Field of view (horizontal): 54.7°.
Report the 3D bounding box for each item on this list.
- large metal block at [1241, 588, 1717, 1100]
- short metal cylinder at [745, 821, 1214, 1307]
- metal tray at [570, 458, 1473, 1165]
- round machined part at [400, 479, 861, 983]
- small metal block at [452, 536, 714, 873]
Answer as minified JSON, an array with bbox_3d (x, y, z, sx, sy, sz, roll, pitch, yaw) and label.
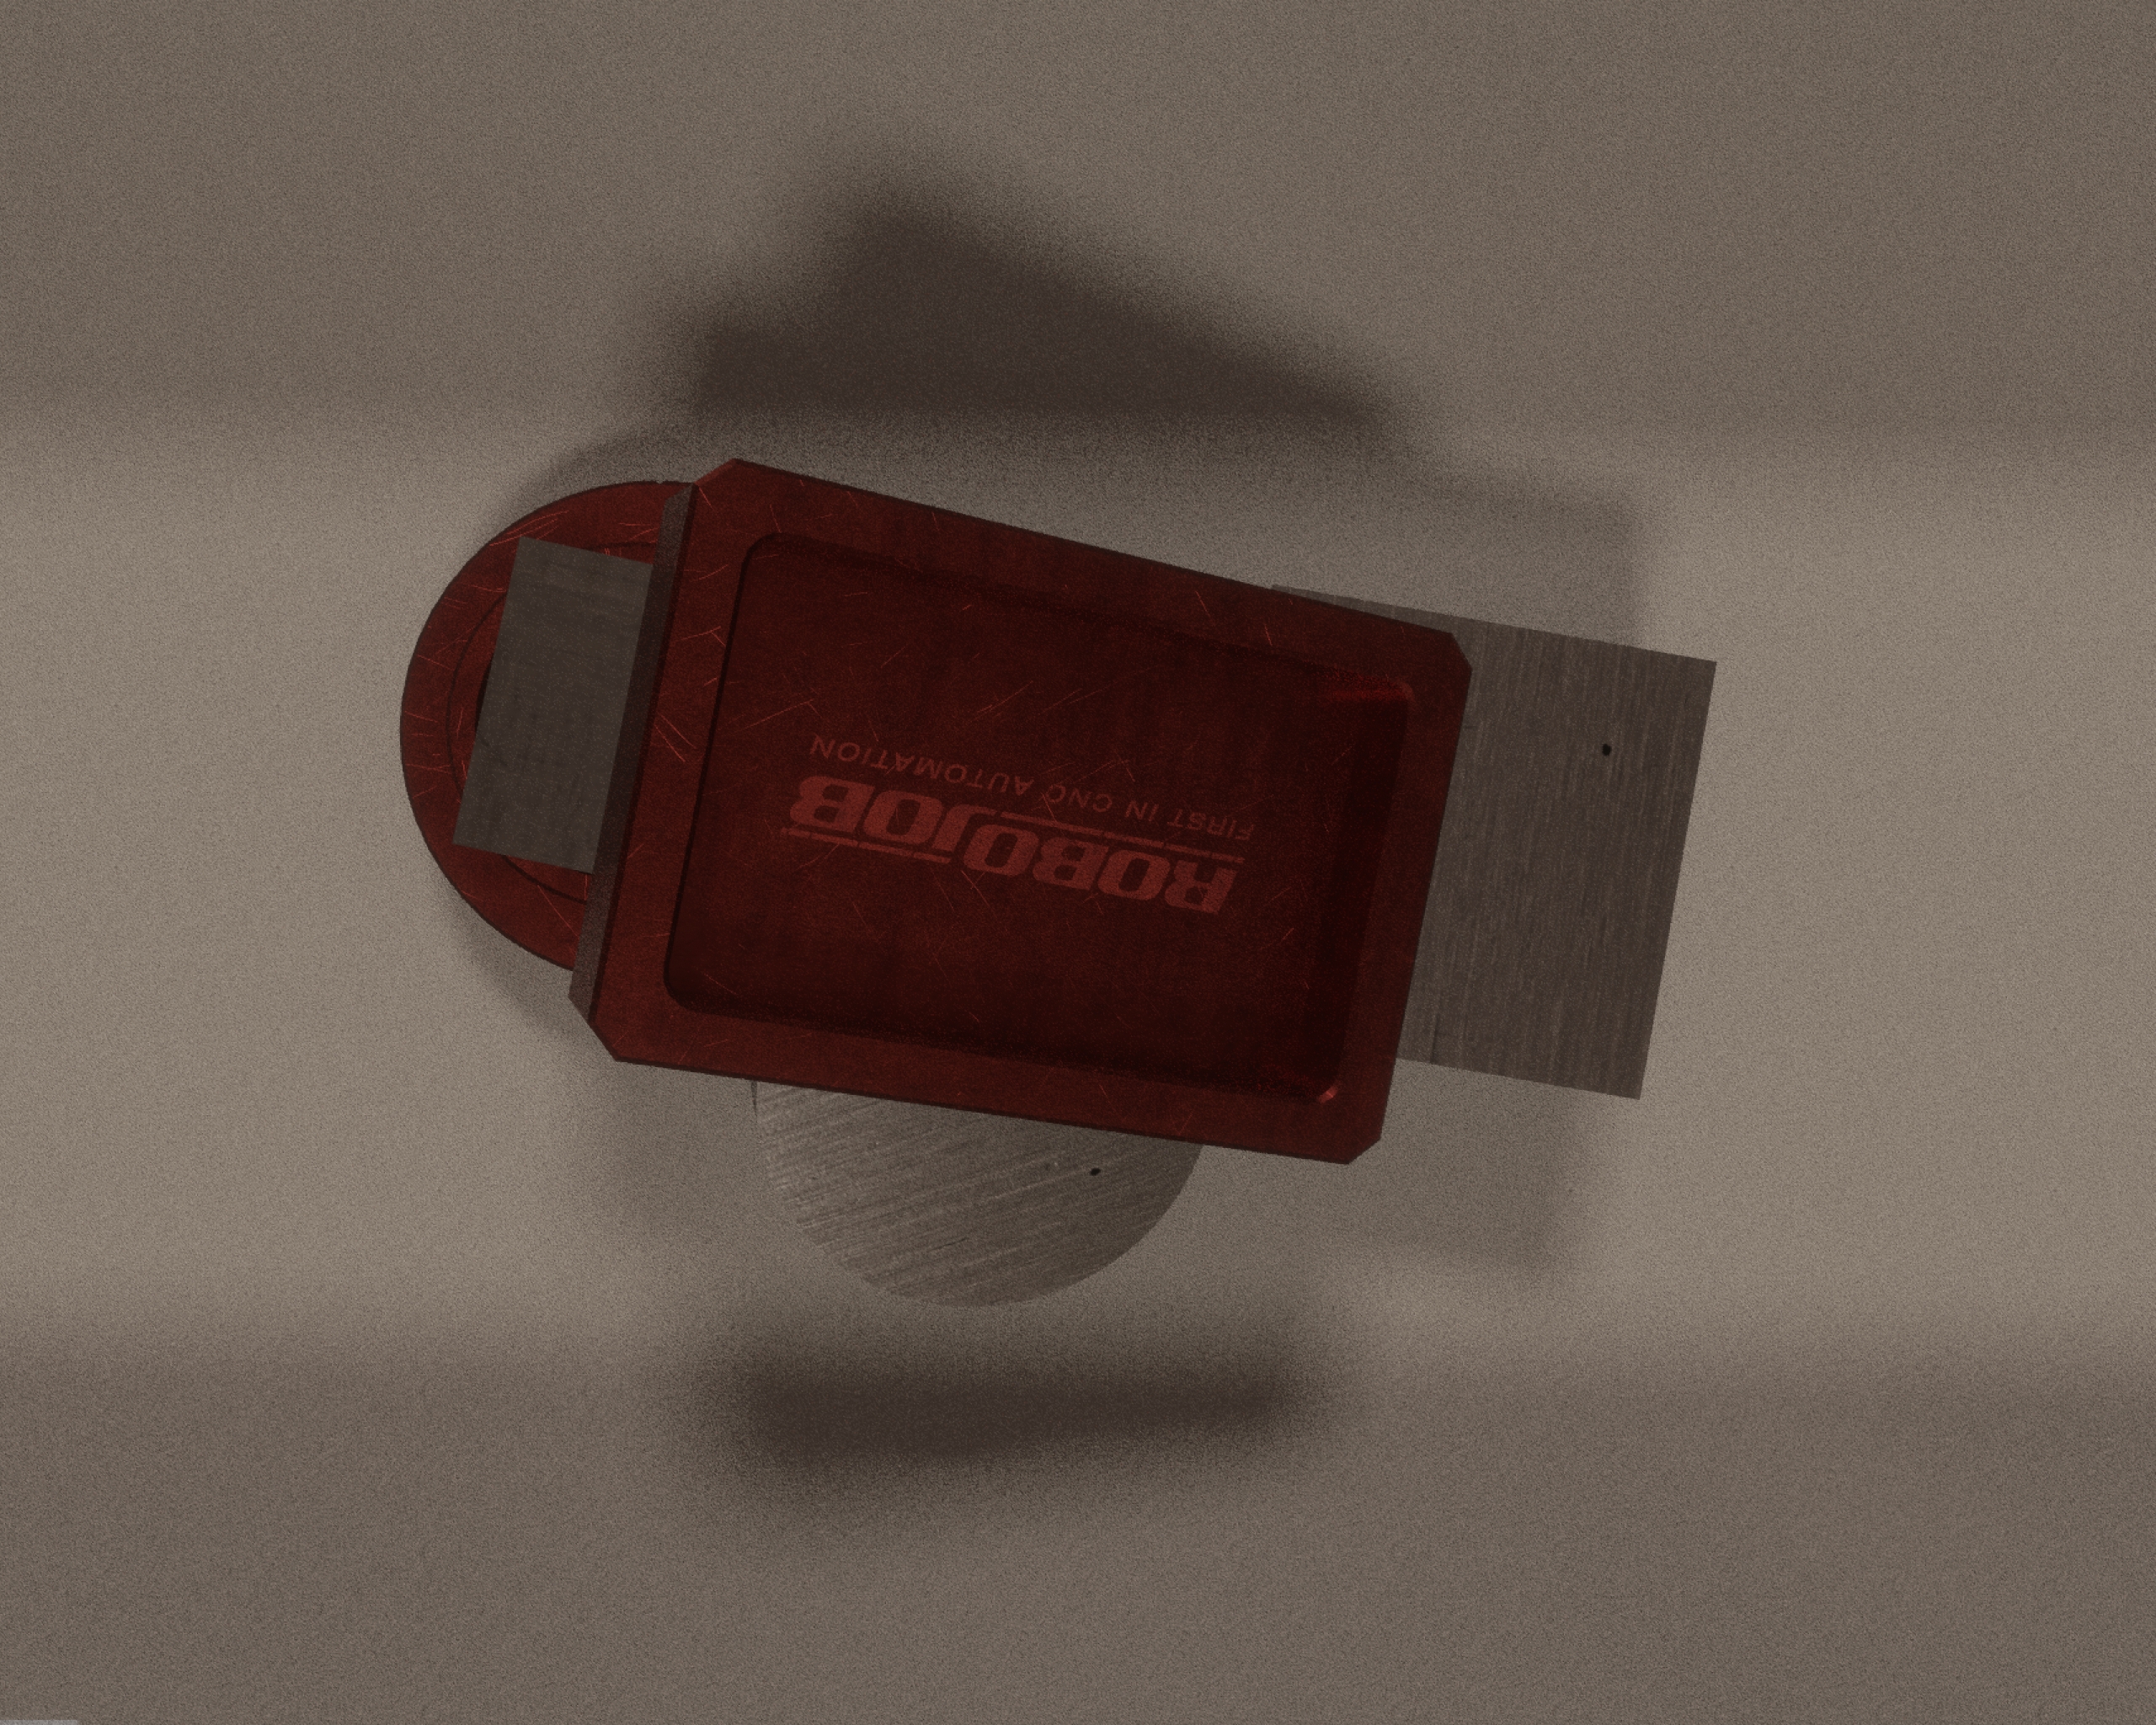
[{"bbox_3d":[0.068,-0.004,0.397,0.080,0.050,0.080,10,90,-1],"label":"large metal block"},{"bbox_3d":[-0.020,0.034,0.385,0.081,0.050,0.079,-3,104,-12],"label":"short metal cylinder"},{"bbox_3d":[-0.007,-0.005,0.337,0.131,0.030,0.089,11,90,-20],"label":"metal tray"},{"bbox_3d":[-0.081,-0.025,0.400,0.099,0.042,0.097,0,90,-1],"label":"round machined part"},{"bbox_3d":[-0.081,-0.025,0.354,0.025,0.050,0.050,12,90,0],"label":"small metal block"}]
